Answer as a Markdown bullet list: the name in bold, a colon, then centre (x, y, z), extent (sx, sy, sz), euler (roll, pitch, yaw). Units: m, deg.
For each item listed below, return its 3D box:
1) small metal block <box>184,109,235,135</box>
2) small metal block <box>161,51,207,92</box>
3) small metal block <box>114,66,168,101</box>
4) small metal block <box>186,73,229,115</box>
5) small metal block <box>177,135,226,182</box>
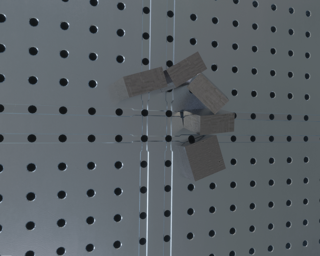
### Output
- **small metal block**: centre (0.065, -0.010, 0.421), extent (0.050, 0.050, 0.025), euler (-5, 103, -20)
- **small metal block**: centre (0.026, -0.073, 0.408), extent (0.050, 0.050, 0.025), euler (-33, 100, -17)
- **small metal block**: centre (-0.025, -0.055, 0.390), extent (0.050, 0.050, 0.025), euler (-19, 97, -19)
- **small metal block**: centre (0.064, -0.048, 0.414), extent (0.050, 0.050, 0.025), euler (44, 105, -3)
- **small metal block**: centre (0.058, 0.041, 0.434), extent (0.050, 0.025, 0.050), euler (-19, 97, -19)
